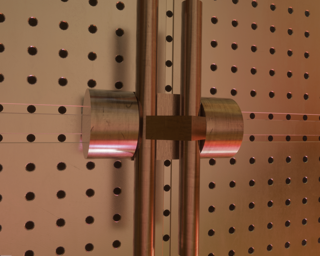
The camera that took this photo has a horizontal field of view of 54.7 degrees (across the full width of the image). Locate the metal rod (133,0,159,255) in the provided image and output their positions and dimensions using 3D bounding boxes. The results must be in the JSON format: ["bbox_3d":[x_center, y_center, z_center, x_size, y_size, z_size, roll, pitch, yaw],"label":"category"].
[{"bbox_3d":[-0.016,0.002,0.350,0.025,0.025,0.298,1,90,-20],"label":"metal rod"}]

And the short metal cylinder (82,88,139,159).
[{"bbox_3d":[-0.060,-0.004,0.358,0.050,0.080,0.079,2,90,-20],"label":"short metal cylinder"}]

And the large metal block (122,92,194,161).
[{"bbox_3d":[-0.003,-0.002,0.394,0.081,0.050,0.079,1,90,-20],"label":"large metal block"}]

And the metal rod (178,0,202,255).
[{"bbox_3d":[0.036,0.000,0.369,0.025,0.025,0.298,1,90,-20],"label":"metal rod"}]

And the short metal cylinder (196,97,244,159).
[{"bbox_3d":[0.064,0.000,0.403,0.050,0.080,0.079,1,90,-19],"label":"short metal cylinder"}]

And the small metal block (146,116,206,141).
[{"bbox_3d":[0.018,0.000,0.336,0.050,0.050,0.025,1,90,24],"label":"small metal block"}]
